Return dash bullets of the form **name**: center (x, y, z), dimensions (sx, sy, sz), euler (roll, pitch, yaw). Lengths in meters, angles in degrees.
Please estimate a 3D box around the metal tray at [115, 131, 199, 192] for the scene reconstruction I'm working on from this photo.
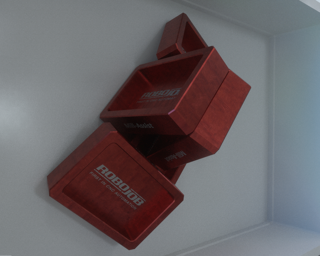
- **metal tray**: center (0.008, 0.007, 0.409), dimensions (0.090, 0.030, 0.130), euler (47, 62, -30)

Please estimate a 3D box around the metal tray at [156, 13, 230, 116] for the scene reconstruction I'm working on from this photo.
- **metal tray**: center (0.052, -0.081, 0.424), dimensions (0.130, 0.030, 0.090), euler (46, 37, -30)

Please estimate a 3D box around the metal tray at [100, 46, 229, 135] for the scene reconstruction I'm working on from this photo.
- **metal tray**: center (0.000, -0.037, 0.336), dimensions (0.030, 0.130, 0.090), euler (48, 62, -29)

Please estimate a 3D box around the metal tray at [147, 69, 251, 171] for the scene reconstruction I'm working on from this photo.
- **metal tray**: center (0.039, -0.003, 0.355), dimensions (0.030, 0.130, 0.090), euler (37, 65, -9)

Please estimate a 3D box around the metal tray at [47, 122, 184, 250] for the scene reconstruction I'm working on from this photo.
- **metal tray**: center (-0.044, 0.068, 0.343), dimensions (0.090, 0.030, 0.130), euler (-45, 120, -4)
